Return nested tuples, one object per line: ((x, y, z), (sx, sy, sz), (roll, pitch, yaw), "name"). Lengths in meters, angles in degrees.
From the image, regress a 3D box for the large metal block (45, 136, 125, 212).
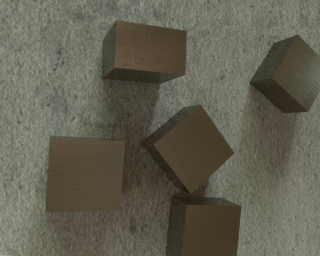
((-0.089, 0.052, 0.364), (0.081, 0.050, 0.080), (4, 89, -20), "large metal block")

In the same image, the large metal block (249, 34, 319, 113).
((0.198, -0.079, 0.471), (0.080, 0.050, 0.080), (37, 78, -17), "large metal block")

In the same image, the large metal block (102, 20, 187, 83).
((-0.022, -0.086, 0.372), (0.081, 0.080, 0.050), (2, 90, -20), "large metal block")

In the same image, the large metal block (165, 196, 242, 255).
((0.058, 0.139, 0.419), (0.081, 0.050, 0.080), (7, 88, -20), "large metal block")

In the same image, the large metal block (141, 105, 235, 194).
((0.036, 0.026, 0.410), (0.080, 0.050, 0.080), (-40, 103, -16), "large metal block")
